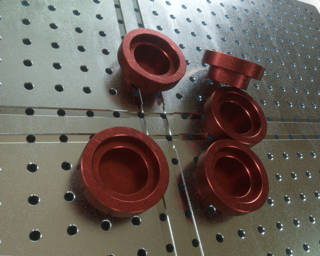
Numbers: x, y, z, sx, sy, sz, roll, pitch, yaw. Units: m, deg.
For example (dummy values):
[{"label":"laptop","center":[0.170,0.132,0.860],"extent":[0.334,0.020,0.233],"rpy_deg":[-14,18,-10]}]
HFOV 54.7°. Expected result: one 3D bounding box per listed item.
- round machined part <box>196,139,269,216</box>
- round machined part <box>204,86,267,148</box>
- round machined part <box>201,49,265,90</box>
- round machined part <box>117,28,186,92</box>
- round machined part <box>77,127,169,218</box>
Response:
[{"label":"round machined part","center":[0.090,0.067,0.407],"extent":[0.099,0.042,0.098],"rpy_deg":[14,56,-21]},{"label":"round machined part","center":[0.107,-0.011,0.464],"extent":[0.099,0.042,0.098],"rpy_deg":[14,56,-21]},{"label":"round machined part","center":[0.112,-0.090,0.494],"extent":[0.099,0.042,0.098],"rpy_deg":[17,13,-4]},{"label":"round machined part","center":[-0.015,-0.093,0.447],"extent":[0.099,0.042,0.098],"rpy_deg":[14,56,-21]},{"label":"round machined part","center":[-0.043,0.051,0.344],"extent":[0.099,0.042,0.098],"rpy_deg":[14,56,-21]}]
